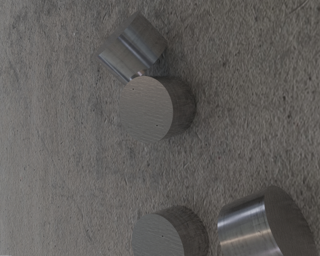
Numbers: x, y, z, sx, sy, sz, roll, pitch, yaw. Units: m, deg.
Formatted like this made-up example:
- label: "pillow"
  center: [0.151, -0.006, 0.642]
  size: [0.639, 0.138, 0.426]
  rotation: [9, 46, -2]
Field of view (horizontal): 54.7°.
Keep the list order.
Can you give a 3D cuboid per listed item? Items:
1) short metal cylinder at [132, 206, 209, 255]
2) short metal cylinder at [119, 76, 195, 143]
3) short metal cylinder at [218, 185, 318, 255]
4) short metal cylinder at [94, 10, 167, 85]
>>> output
- label: "short metal cylinder"
  center: [0.012, 0.140, 0.379]
  size: [0.080, 0.050, 0.080]
  rotation: [0, 90, 40]
- label: "short metal cylinder"
  center: [-0.004, -0.025, 0.384]
  size: [0.080, 0.050, 0.079]
  rotation: [7, 102, 35]
- label: "short metal cylinder"
  center: [0.099, 0.100, 0.287]
  size: [0.050, 0.081, 0.080]
  rotation: [-35, 68, 34]
- label: "short metal cylinder"
  center: [-0.037, -0.101, 0.393]
  size: [0.080, 0.050, 0.080]
  rotation: [-38, 25, 21]
